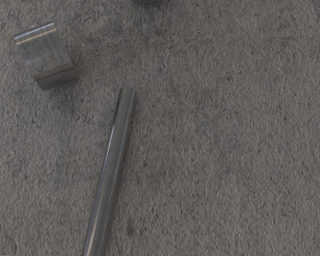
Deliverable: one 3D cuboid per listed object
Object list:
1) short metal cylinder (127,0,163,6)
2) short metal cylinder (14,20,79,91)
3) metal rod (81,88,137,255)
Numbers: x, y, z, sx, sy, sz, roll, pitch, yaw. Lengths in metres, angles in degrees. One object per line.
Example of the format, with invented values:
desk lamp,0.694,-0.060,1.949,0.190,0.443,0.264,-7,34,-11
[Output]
short metal cylinder,-0.018,-0.229,0.462,0.050,0.080,0.080,12,71,4
short metal cylinder,-0.149,-0.095,0.413,0.050,0.080,0.080,-26,72,-9
metal rod,-0.068,0.089,0.374,0.025,0.025,0.299,9,70,3
